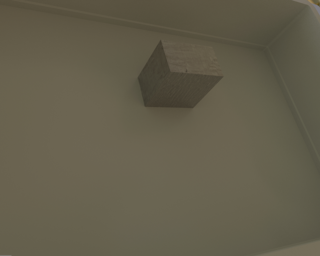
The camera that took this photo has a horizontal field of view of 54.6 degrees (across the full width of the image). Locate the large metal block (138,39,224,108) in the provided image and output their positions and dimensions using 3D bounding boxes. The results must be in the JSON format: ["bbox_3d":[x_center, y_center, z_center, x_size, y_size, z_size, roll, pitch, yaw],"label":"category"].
[{"bbox_3d":[0.025,-0.070,0.426,0.081,0.080,0.050,-1,62,-28],"label":"large metal block"}]
